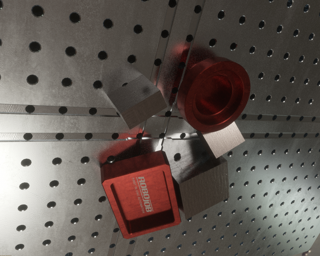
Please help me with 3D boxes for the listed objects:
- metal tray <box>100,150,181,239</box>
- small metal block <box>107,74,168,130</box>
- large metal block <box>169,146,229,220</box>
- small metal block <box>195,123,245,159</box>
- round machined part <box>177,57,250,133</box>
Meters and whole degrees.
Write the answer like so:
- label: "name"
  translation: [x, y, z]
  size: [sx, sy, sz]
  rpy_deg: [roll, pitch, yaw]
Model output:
- label: "metal tray"
  translation: [-0.024, 0.099, 0.444]
  size: [0.091, 0.030, 0.129]
  rpy_deg: [-15, 126, -4]
- label: "small metal block"
  translation: [-0.027, -0.032, 0.362]
  size: [0.050, 0.050, 0.025]
  rpy_deg: [-32, 129, -8]
- label: "large metal block"
  translation: [0.058, 0.082, 0.480]
  size: [0.081, 0.050, 0.080]
  rpy_deg: [-23, 127, -15]
- label: "small metal block"
  translation: [0.086, 0.010, 0.450]
  size: [0.050, 0.025, 0.050]
  rpy_deg: [-30, 92, -10]
- label: "round machined part"
  translation: [0.066, -0.046, 0.408]
  size: [0.099, 0.042, 0.097]
  rpy_deg: [-13, 122, -21]
